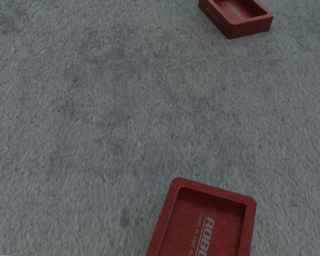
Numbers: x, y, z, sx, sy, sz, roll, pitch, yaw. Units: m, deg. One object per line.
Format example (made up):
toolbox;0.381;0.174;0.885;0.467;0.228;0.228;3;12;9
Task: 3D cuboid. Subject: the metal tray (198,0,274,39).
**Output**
metal tray;0.141;-0.225;0.590;0.091;0.030;0.130;-16;52;-14

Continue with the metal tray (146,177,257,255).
metal tray;0.038;0.119;0.300;0.090;0.030;0.130;15;51;11
